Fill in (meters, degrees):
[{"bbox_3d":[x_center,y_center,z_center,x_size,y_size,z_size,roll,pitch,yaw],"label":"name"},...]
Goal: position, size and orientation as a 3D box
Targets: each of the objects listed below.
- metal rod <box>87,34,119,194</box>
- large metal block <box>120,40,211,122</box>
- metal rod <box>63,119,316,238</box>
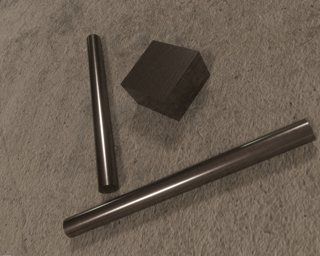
[{"bbox_3d":[-0.093,-0.042,0.475,0.025,0.025,0.299,-23,53,14],"label":"metal rod"},{"bbox_3d":[0.008,-0.066,0.423,0.080,0.050,0.080,25,75,36],"label":"large metal block"},{"bbox_3d":[0.021,0.063,0.352,0.301,0.025,0.025,-25,53,12],"label":"metal rod"}]
